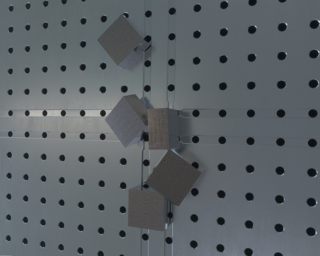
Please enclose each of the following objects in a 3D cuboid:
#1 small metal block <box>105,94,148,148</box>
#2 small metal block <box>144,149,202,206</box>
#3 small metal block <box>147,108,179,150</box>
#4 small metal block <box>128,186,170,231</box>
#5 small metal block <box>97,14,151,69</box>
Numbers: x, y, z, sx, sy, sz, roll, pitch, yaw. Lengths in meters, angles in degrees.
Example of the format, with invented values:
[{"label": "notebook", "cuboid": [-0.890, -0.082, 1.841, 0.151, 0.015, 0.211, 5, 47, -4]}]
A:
[{"label": "small metal block", "cuboid": [-0.040, -0.010, 0.420, 0.050, 0.025, 0.050, 53, 124, 12]}, {"label": "small metal block", "cuboid": [0.015, 0.062, 0.390, 0.050, 0.025, 0.050, 37, 76, -2]}, {"label": "small metal block", "cuboid": [0.005, 0.001, 0.397, 0.025, 0.050, 0.050, -3, 89, 17]}, {"label": "small metal block", "cuboid": [-0.014, 0.107, 0.418, 0.050, 0.025, 0.050, 2, 91, 20]}, {"label": "small metal block", "cuboid": [-0.050, -0.119, 0.431, 0.050, 0.025, 0.050, -41, 77, 15]}]
